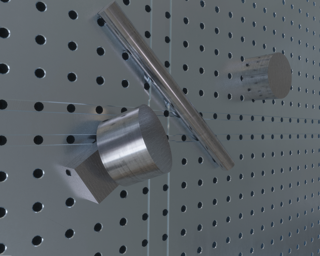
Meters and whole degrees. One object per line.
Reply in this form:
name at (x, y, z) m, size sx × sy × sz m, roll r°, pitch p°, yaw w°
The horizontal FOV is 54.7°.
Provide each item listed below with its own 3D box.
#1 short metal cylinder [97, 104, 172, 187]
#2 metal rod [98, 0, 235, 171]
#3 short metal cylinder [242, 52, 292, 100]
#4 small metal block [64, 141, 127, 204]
short metal cylinder at (-0.026, 0.020, 0.346) m, size 0.080 × 0.050 × 0.080 m, roll 57°, pitch 21°, yaw -34°
metal rod at (0.024, -0.040, 0.429) m, size 0.300 × 0.025 × 0.025 m, roll 49°, pitch 61°, yaw -29°
short metal cylinder at (0.192, -0.091, 0.554) m, size 0.081 × 0.050 × 0.079 m, roll 0°, pitch 90°, yaw -40°
small metal block at (-0.070, 0.048, 0.351) m, size 0.050 × 0.025 × 0.050 m, roll -42°, pitch 116°, yaw -32°
